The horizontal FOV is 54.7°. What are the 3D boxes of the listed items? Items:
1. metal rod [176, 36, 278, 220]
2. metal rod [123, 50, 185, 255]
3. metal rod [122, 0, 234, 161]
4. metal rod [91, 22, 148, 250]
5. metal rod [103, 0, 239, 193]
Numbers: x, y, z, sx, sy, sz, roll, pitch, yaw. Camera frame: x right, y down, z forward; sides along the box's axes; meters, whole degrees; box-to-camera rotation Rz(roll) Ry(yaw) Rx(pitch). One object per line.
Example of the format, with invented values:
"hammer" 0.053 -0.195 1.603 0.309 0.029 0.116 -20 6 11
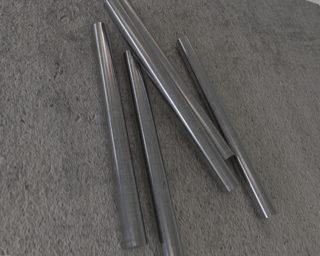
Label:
"metal rod" 0.091 -0.013 0.460 0.025 0.025 0.299 -9 66 -32
"metal rod" -0.011 0.027 0.380 0.025 0.025 0.299 2 61 -28
"metal rod" 0.014 -0.080 0.459 0.025 0.025 0.299 -23 74 -36
"metal rod" -0.055 -0.010 0.379 0.025 0.025 0.299 1 61 -28
"metal rod" 0.013 -0.047 0.416 0.025 0.025 0.299 -29 85 -37
